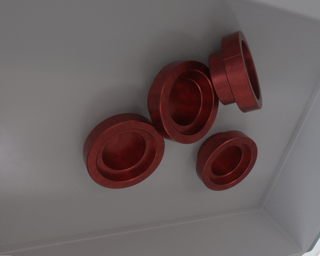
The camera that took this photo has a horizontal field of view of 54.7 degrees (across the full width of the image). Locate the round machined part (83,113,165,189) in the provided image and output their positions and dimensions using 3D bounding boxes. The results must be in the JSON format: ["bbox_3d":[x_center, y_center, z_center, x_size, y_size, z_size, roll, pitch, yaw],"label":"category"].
[{"bbox_3d":[-0.047,0.024,0.387,0.099,0.042,0.097,-14,124,-21],"label":"round machined part"}]

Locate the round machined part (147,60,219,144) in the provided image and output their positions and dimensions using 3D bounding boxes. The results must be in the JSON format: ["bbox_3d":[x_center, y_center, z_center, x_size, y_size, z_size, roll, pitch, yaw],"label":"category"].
[{"bbox_3d":[0.024,-0.032,0.376,0.099,0.042,0.097,-9,104,-40],"label":"round machined part"}]

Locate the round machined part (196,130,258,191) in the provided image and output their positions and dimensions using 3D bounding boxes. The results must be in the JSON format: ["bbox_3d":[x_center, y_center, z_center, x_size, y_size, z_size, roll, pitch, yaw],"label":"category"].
[{"bbox_3d":[0.098,0.046,0.479,0.099,0.042,0.097,-14,124,-21],"label":"round machined part"}]

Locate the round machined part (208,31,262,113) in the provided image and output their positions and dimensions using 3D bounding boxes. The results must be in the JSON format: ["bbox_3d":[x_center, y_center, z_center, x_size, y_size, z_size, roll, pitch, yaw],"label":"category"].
[{"bbox_3d":[0.092,-0.066,0.383,0.042,0.098,0.098,-15,134,25],"label":"round machined part"}]
